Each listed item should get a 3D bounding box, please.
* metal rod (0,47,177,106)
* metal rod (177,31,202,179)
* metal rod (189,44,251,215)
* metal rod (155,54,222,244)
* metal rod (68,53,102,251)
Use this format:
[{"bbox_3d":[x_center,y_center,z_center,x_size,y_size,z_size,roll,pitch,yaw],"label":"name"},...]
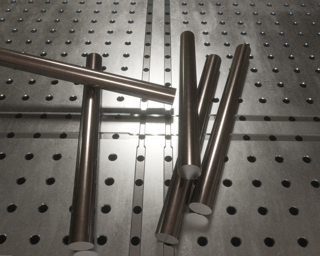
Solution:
[{"bbox_3d":[-0.127,-0.077,0.430,0.302,0.025,0.025,13,51,-2],"label":"metal rod"},{"bbox_3d":[0.039,-0.056,0.433,0.025,0.025,0.300,3,43,2],"label":"metal rod"},{"bbox_3d":[0.092,-0.021,0.426,0.025,0.025,0.300,15,51,12],"label":"metal rod"},{"bbox_3d":[0.047,0.001,0.406,0.025,0.025,0.300,12,51,10],"label":"metal rod"},{"bbox_3d":[-0.092,0.003,0.403,0.025,0.025,0.300,-4,50,-4],"label":"metal rod"}]
